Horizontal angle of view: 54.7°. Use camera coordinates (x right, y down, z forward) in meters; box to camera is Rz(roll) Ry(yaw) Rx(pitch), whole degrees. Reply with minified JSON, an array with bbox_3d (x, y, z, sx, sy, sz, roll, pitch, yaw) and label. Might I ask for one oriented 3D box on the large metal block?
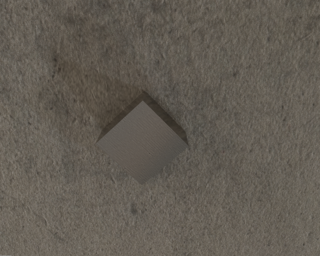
[{"bbox_3d":[-0.022,0.012,0.401,0.080,0.050,0.080,-42,105,13],"label":"large metal block"}]
